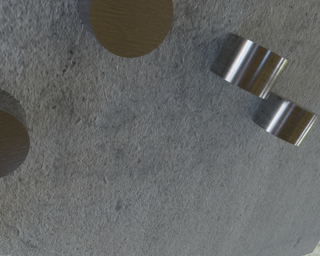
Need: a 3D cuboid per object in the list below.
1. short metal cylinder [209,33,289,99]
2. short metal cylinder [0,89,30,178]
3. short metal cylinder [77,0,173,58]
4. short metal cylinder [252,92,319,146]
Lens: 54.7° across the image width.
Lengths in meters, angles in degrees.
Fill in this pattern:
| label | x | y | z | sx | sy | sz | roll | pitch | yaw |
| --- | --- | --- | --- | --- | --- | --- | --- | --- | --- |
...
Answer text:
| label | x | y | z | sx | sy | sz | roll | pitch | yaw |
| --- | --- | --- | --- | --- | --- | --- | --- | --- | --- |
| short metal cylinder | 0.109 | -0.077 | 0.383 | 0.081 | 0.080 | 0.050 | 15 | 111 | -34 |
| short metal cylinder | -0.172 | 0.005 | 0.300 | 0.081 | 0.050 | 0.079 | -14 | 124 | -21 |
| short metal cylinder | -0.034 | -0.115 | 0.301 | 0.081 | 0.050 | 0.079 | -14 | 124 | -21 |
| short metal cylinder | 0.186 | -0.016 | 0.463 | 0.081 | 0.080 | 0.050 | 14 | 111 | -34 |
